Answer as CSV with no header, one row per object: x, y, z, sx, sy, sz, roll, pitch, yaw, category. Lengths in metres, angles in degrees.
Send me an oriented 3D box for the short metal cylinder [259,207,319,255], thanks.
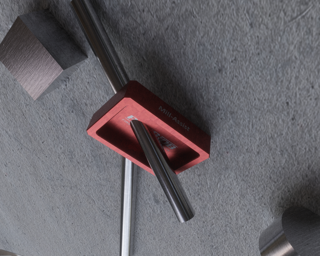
0.168,0.143,0.371,0.080,0.080,0.050,31,128,8,short metal cylinder

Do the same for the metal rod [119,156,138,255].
-0.054,0.134,0.515,0.025,0.025,0.298,18,126,17,metal rod

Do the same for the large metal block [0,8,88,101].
-0.158,-0.096,0.412,0.080,0.050,0.080,-32,101,37,large metal block

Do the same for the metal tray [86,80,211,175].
-0.012,0.009,0.385,0.130,0.030,0.090,35,132,-23,metal tray

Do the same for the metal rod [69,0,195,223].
-0.030,-0.017,0.384,0.025,0.025,0.299,-20,100,35,metal rod
